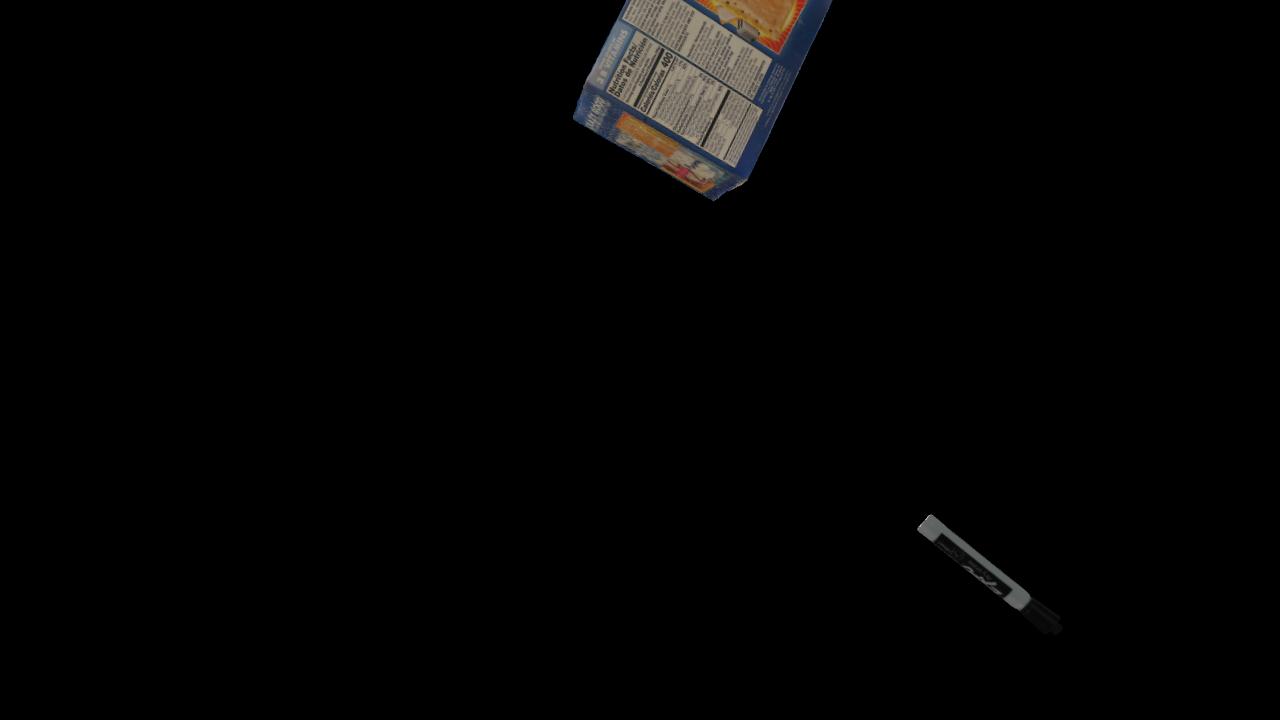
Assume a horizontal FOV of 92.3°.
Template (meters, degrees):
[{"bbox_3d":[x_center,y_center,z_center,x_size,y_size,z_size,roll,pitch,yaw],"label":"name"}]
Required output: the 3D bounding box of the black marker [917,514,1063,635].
[{"bbox_3d":[0.286,0.176,0.506,0.121,0.020,0.020,41,21,25],"label":"black marker"}]

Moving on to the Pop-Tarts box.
[{"bbox_3d":[0.048,-0.240,0.491,0.141,0.167,0.083,26,-5,-13],"label":"Pop-Tarts box"}]
